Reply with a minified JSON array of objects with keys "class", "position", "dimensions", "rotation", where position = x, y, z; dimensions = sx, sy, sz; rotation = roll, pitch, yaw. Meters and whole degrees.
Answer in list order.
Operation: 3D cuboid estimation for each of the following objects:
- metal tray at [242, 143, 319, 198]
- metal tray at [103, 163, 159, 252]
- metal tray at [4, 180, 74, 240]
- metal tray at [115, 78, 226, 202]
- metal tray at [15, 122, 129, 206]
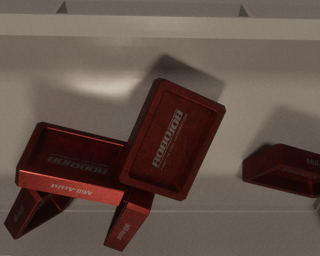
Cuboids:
[{"class":"metal tray","position":[0.196,0.065,0.441],"dimensions":[0.131,0.030,0.090],"rotation":[15,153,-13]},{"class":"metal tray","position":[-0.040,0.110,0.448],"dimensions":[0.030,0.090,0.129],"rotation":[23,133,-6]},{"class":"metal tray","position":[-0.161,0.101,0.443],"dimensions":[0.030,0.091,0.129],"rotation":[50,129,11]},{"class":"metal tray","position":[0.012,0.015,0.378],"dimensions":[0.091,0.030,0.129],"rotation":[22,96,-18]},{"class":"metal tray","position":[-0.105,0.045,0.402],"dimensions":[0.131,0.090,0.030],"rotation":[14,127,-13]}]
